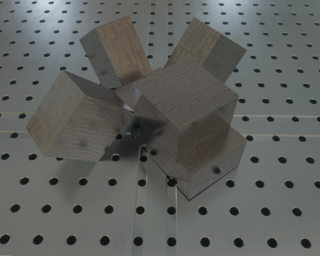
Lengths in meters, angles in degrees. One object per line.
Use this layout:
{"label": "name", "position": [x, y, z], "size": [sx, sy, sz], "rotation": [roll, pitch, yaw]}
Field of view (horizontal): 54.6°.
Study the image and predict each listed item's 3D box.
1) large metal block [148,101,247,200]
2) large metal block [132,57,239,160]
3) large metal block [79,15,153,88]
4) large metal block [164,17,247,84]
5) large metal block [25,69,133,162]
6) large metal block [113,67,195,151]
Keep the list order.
{"label": "large metal block", "position": [0.042, 0.024, 0.371], "size": [0.080, 0.050, 0.080], "rotation": [-29, 55, -23]}
{"label": "large metal block", "position": [0.026, -0.025, 0.346], "size": [0.080, 0.050, 0.080], "rotation": [-29, 57, -24]}
{"label": "large metal block", "position": [-0.064, -0.103, 0.438], "size": [0.050, 0.080, 0.080], "rotation": [-31, 17, -23]}
{"label": "large metal block", "position": [0.063, -0.095, 0.432], "size": [0.050, 0.080, 0.080], "rotation": [44, 23, 31]}
{"label": "large metal block", "position": [-0.091, -0.010, 0.360], "size": [0.050, 0.080, 0.080], "rotation": [44, 104, 31]}
{"label": "large metal block", "position": [-0.007, -0.026, 0.414], "size": [0.080, 0.050, 0.080], "rotation": [-31, 57, -23]}
